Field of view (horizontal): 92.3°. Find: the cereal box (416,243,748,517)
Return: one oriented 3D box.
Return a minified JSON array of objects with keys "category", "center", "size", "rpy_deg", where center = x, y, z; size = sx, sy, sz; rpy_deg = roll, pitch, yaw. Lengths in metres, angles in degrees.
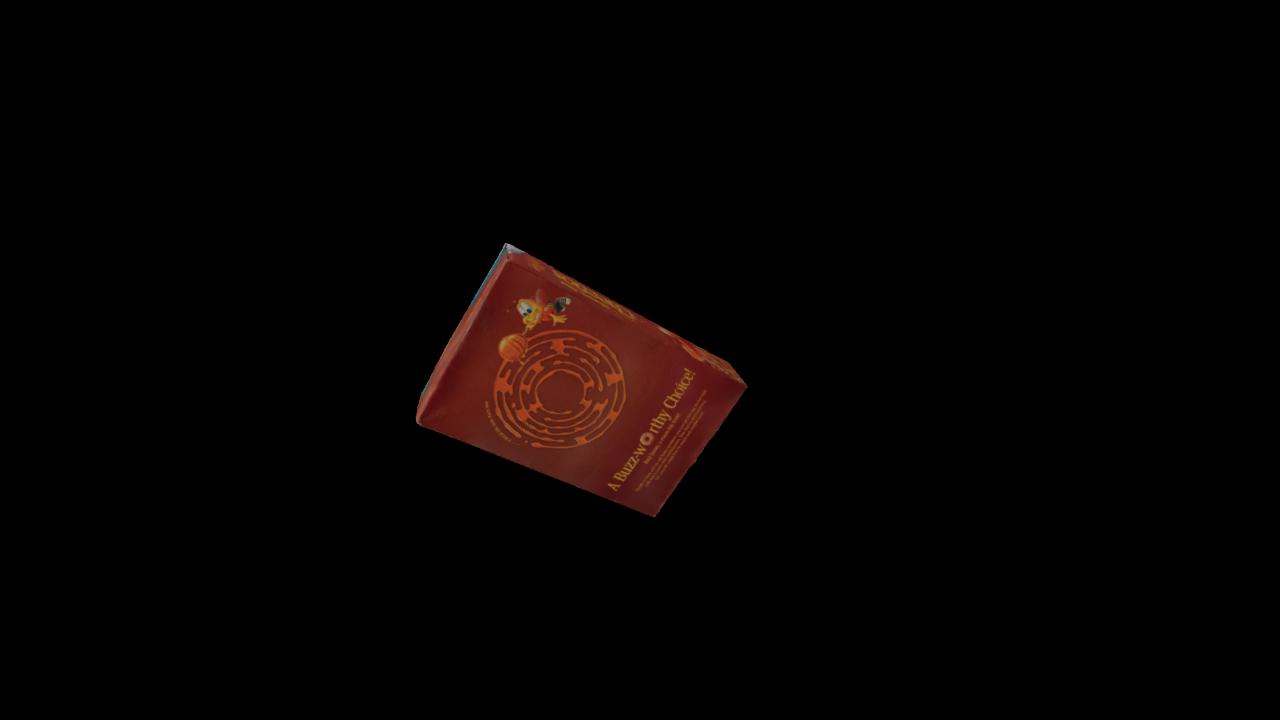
[{"category":"cereal box","center":[-0.062,0.033,0.687],"size":[0.306,0.203,0.081],"rpy_deg":[27,16,-21]}]
